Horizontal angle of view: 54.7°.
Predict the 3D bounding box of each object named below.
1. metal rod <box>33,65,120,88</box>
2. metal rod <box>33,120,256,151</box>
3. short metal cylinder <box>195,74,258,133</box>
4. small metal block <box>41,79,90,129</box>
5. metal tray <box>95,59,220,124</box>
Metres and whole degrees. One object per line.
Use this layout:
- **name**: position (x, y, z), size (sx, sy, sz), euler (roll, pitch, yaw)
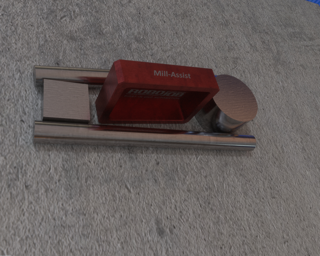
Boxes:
- **metal rod**: position (-0.016, -0.068, 0.438), size (0.303, 0.025, 0.025), euler (-3, 63, -30)
- **metal rod**: position (0.000, 0.013, 0.398), size (0.302, 0.025, 0.025), euler (4, 60, -26)
- **short metal cylinder**: position (0.096, -0.032, 0.460), size (0.081, 0.050, 0.080), euler (14, 56, -21)
- **small metal block**: position (-0.111, -0.027, 0.362), size (0.050, 0.025, 0.050), euler (4, 60, -26)
- **metal tray**: position (-0.004, -0.039, 0.384), size (0.131, 0.090, 0.030), euler (0, 62, -28)
